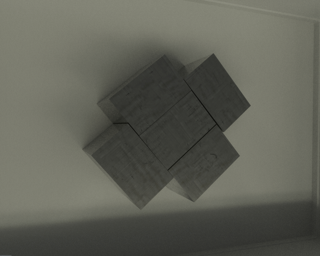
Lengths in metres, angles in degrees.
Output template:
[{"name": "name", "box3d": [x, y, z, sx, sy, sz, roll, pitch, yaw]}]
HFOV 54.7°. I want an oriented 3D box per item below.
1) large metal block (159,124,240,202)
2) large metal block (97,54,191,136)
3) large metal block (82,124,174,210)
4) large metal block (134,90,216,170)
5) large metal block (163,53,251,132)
[{"name": "large metal block", "box3d": [0.039, 0.040, 0.396, 0.080, 0.080, 0.050, -42, 104, -15]}, {"name": "large metal block", "box3d": [-0.022, -0.037, 0.372, 0.080, 0.080, 0.050, -42, 104, -15]}, {"name": "large metal block", "box3d": [-0.041, 0.041, 0.366, 0.050, 0.080, 0.080, -43, 104, -15]}, {"name": "large metal block", "box3d": [0.008, 0.002, 0.385, 0.080, 0.080, 0.050, -42, 104, -15]}, {"name": "large metal block", "box3d": [0.055, -0.042, 0.402, 0.050, 0.080, 0.080, -43, 104, -15]}]
